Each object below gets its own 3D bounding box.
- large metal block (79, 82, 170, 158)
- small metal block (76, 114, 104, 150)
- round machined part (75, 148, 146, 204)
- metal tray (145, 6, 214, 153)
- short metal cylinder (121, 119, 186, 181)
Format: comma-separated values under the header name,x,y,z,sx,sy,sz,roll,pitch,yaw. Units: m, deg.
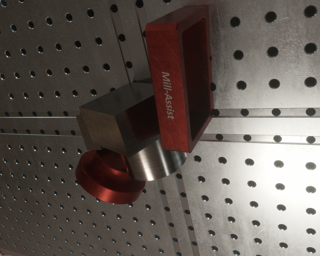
name,x,y,z,sx,sy,sz,roll,pitch,yaw
large metal block,-0.035,-0.015,0.367,0.080,0.081,0.050,14,128,49
small metal block,-0.084,-0.002,0.432,0.025,0.050,0.050,-5,109,30
round machined part,-0.064,0.058,0.435,0.098,0.098,0.042,30,110,9
metal tray,0.026,-0.051,0.322,0.030,0.090,0.129,6,121,25
short metal cylinder,-0.011,0.023,0.394,0.080,0.080,0.050,-3,117,29
